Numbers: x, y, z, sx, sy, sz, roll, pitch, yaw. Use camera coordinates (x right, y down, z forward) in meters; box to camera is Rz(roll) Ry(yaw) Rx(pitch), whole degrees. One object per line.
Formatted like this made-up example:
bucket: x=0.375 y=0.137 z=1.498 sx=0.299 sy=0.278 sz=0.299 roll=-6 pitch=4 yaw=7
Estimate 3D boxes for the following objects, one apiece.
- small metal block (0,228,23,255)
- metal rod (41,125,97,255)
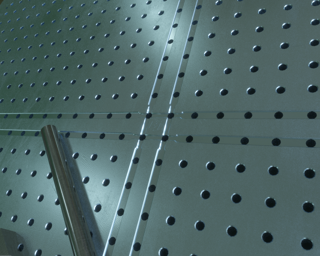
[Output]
small metal block: x=-0.216 y=0.172 z=0.413 sx=0.050 sy=0.025 sz=0.050 roll=-43 pitch=51 yaw=-2
metal rod: x=-0.115 y=0.103 z=0.403 sx=0.025 sy=0.025 sz=0.300 roll=-36 pitch=51 yaw=4
